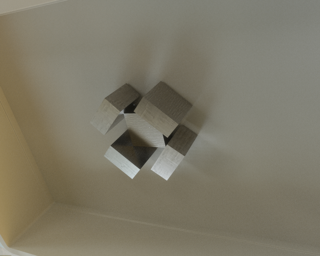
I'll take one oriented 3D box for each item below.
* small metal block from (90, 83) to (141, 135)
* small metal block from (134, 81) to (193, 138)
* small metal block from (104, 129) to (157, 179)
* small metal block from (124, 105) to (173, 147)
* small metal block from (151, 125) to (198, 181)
[{"bbox_3d":[-0.058,-0.025,0.405,0.025,0.050,0.050,41,130,1],"label":"small metal block"},{"bbox_3d":[0.005,-0.024,0.372,0.050,0.050,0.025,38,128,1],"label":"small metal block"},{"bbox_3d":[-0.041,0.034,0.433,0.050,0.050,0.025,39,130,2],"label":"small metal block"},{"bbox_3d":[-0.015,-0.003,0.412,0.050,0.025,0.050,1,119,28],"label":"small metal block"},{"bbox_3d":[0.019,0.031,0.399,0.025,0.050,0.050,34,128,4],"label":"small metal block"}]
